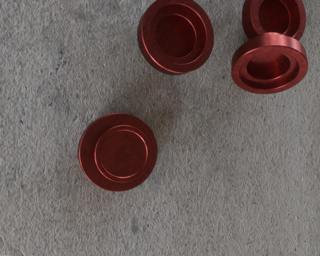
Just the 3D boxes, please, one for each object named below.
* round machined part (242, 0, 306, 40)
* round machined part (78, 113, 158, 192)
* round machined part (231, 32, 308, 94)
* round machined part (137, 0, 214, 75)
[{"bbox_3d":[0.163,-0.161,0.459,0.099,0.042,0.097,0,90,-20],"label":"round machined part"},{"bbox_3d":[-0.049,0.030,0.382,0.099,0.042,0.097,0,90,-20],"label":"round machined part"},{"bbox_3d":[0.150,-0.093,0.431,0.099,0.098,0.042,20,57,-19],"label":"round machined part"},{"bbox_3d":[0.017,-0.117,0.406,0.099,0.042,0.097,0,90,-20],"label":"round machined part"}]
